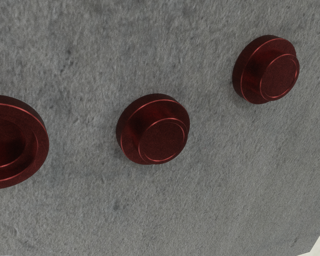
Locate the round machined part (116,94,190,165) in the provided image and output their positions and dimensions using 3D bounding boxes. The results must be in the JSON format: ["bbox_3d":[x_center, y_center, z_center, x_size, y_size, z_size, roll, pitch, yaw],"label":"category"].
[{"bbox_3d":[-0.003,0.008,0.401,0.099,0.042,0.097,-14,125,-21],"label":"round machined part"}]

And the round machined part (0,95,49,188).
[{"bbox_3d":[-0.167,0.011,0.312,0.099,0.042,0.097,-14,125,-21],"label":"round machined part"}]

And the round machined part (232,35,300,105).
[{"bbox_3d":[0.155,-0.077,0.435,0.099,0.042,0.097,-14,125,-21],"label":"round machined part"}]
